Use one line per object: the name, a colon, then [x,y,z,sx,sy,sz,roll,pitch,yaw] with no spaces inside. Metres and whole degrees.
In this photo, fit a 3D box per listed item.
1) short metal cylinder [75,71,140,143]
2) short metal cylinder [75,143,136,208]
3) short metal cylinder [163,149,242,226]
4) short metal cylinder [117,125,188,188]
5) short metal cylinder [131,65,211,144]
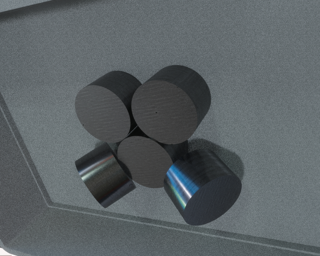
short metal cylinder: [-0.062,-0.028,0.403,0.080,0.050,0.079,13,124,20]
short metal cylinder: [-0.077,0.067,0.444,0.050,0.080,0.080,-33,104,-7]
short metal cylinder: [0.052,0.072,0.379,0.050,0.081,0.079,51,143,46]
short metal cylinder: [-0.009,0.033,0.412,0.080,0.050,0.079,13,124,20]
short metal cylinder: [0.014,-0.028,0.365,0.080,0.050,0.079,13,124,20]
